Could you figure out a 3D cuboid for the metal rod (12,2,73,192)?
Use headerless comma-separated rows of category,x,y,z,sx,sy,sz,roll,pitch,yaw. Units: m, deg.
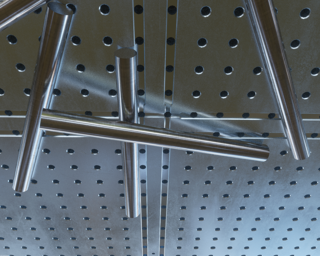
metal rod,-0.158,-0.014,0.396,0.025,0.025,0.298,18,128,-15

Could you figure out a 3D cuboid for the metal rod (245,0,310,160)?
metal rod,0.137,-0.065,0.357,0.025,0.025,0.299,-21,128,16

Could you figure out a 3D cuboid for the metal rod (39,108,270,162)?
metal rod,0.008,0.013,0.397,0.302,0.025,0.025,9,130,-19

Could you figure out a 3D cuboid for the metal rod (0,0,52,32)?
metal rod,-0.116,-0.132,0.297,0.300,0.025,0.025,-22,127,17

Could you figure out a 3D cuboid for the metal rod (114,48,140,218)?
metal rod,-0.042,0.031,0.437,0.025,0.025,0.298,1,130,-1
